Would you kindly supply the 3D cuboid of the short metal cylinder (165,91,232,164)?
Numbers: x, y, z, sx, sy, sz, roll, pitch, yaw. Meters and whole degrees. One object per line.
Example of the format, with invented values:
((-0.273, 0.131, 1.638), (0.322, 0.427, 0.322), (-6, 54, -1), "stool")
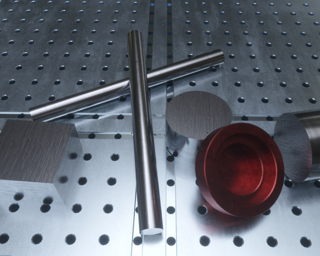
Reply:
((0.047, -0.002, 0.393), (0.080, 0.050, 0.080), (0, 50, 0), "short metal cylinder")

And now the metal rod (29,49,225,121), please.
((-0.037, -0.066, 0.462), (0.302, 0.025, 0.025), (-21, 53, -17), "metal rod")

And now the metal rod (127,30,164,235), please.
((-0.024, -0.018, 0.400), (0.025, 0.025, 0.299), (-4, 57, -4), "metal rod")

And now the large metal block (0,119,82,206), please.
((-0.144, 0.039, 0.358), (0.080, 0.050, 0.080), (4, 50, 3), "large metal block")

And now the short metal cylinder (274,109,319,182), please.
((0.174, 0.019, 0.357), (0.050, 0.080, 0.080), (-8, 51, -6), "short metal cylinder")

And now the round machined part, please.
((0.082, 0.045, 0.339), (0.099, 0.042, 0.098), (3, 80, -20), "round machined part")
